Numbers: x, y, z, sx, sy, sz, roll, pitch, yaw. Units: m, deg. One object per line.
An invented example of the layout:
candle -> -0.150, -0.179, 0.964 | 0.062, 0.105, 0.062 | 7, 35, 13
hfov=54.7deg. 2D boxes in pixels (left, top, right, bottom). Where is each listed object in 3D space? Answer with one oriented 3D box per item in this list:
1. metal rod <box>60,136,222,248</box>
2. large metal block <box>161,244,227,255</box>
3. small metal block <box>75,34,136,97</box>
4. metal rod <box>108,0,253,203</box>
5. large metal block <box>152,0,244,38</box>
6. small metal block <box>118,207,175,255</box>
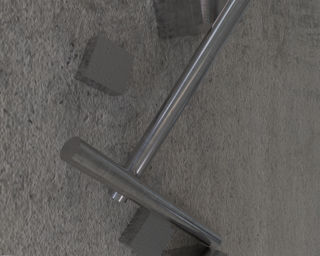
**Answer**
metal rod -> 0.002, 0.095, 0.376 | 0.300, 0.025, 0.025 | 43, 64, -41
large metal block -> 0.045, 0.212, 0.426 | 0.081, 0.050, 0.080 | 8, 85, -40
small metal block -> -0.062, -0.069, 0.353 | 0.050, 0.025, 0.050 | 25, 74, -37
metal rod -> 0.029, -0.046, 0.364 | 0.025, 0.025, 0.299 | 32, 90, -36
large metal block -> 0.050, -0.155, 0.411 | 0.081, 0.080, 0.050 | -18, 102, -39
small metal block -> -0.016, 0.136, 0.391 | 0.050, 0.025, 0.050 | 50, 60, -28
